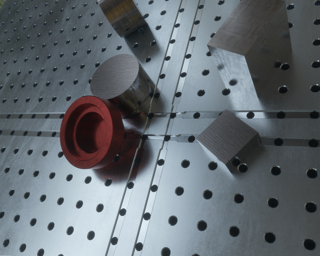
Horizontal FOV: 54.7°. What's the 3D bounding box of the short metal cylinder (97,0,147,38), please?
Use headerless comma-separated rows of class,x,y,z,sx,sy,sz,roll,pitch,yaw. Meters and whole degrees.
short metal cylinder,-0.065,-0.202,0.531,0.050,0.080,0.080,-30,52,9

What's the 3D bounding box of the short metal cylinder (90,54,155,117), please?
short metal cylinder,-0.055,-0.063,0.460,0.080,0.050,0.080,-13,56,21

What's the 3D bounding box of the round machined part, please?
round machined part,-0.088,0.007,0.425,0.098,0.042,0.097,-4,82,32

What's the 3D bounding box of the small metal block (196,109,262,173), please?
small metal block,0.079,0.014,0.358,0.050,0.025,0.050,-44,51,-2

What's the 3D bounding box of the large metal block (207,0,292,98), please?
large metal block,0.111,-0.097,0.374,0.050,0.080,0.080,30,78,37
